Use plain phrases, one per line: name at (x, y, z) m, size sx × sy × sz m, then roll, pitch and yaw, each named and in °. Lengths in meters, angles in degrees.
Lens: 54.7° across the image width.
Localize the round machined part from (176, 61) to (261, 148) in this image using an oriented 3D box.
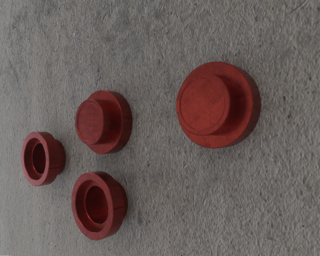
round machined part at (0.057, -0.026, 0.347) m, size 0.098 × 0.042 × 0.097 m, roll 0°, pitch 90°, yaw 40°

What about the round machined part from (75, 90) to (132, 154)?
round machined part at (-0.091, -0.009, 0.469) m, size 0.098 × 0.042 × 0.097 m, roll 0°, pitch 90°, yaw 40°

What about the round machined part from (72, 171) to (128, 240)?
round machined part at (-0.087, 0.114, 0.466) m, size 0.098 × 0.042 × 0.097 m, roll 0°, pitch 90°, yaw 40°

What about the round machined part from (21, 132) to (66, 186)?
round machined part at (-0.210, 0.055, 0.568) m, size 0.098 × 0.042 × 0.097 m, roll 0°, pitch 90°, yaw 40°
